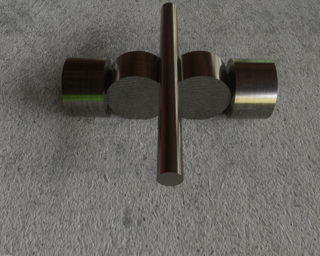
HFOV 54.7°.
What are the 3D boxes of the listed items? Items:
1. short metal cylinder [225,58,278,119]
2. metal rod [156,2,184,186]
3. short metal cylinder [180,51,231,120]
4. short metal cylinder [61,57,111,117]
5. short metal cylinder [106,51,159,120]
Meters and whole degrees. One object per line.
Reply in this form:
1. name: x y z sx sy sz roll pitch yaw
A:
1. short metal cylinder: 0.117 -0.052 0.414 0.050 0.080 0.080 1 50 0
2. metal rod: 0.012 -0.067 0.381 0.025 0.025 0.300 1 50 0
3. short metal cylinder: 0.051 -0.056 0.416 0.080 0.080 0.050 1 50 0
4. short metal cylinder: -0.094 -0.054 0.414 0.050 0.080 0.080 1 50 0
5. short metal cylinder: -0.029 -0.055 0.416 0.080 0.080 0.050 1 50 0
